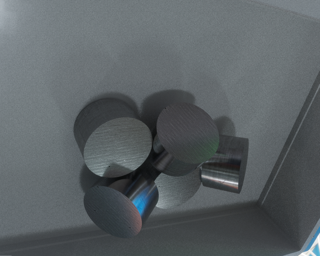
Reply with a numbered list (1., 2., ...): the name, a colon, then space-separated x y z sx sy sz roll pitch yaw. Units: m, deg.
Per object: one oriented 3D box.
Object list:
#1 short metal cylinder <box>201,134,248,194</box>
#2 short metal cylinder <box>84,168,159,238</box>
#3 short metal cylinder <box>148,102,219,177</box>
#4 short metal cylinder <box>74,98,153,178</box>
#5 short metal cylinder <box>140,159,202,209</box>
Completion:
1. short metal cylinder: 0.096 0.051 0.450 0.080 0.050 0.080 8 91 -68
2. short metal cylinder: -0.048 0.091 0.394 0.050 0.080 0.079 -49 149 -54
3. short metal cylinder: 0.026 0.015 0.386 0.081 0.080 0.050 -8 158 -25
4. short metal cylinder: -0.056 0.012 0.367 0.081 0.050 0.079 -14 125 -21
5. short metal cylinder: 0.013 0.067 0.441 0.081 0.050 0.079 -14 125 -21
